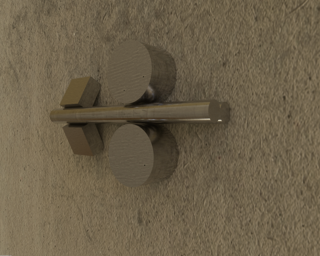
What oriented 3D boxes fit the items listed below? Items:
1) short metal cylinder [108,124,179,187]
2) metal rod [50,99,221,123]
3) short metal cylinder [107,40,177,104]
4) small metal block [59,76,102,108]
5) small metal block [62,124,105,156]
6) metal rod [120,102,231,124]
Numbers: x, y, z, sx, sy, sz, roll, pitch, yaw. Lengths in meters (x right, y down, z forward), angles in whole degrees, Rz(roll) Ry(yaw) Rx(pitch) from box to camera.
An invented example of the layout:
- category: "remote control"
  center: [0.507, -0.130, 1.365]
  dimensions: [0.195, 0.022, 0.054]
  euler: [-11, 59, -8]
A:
- category: "short metal cylinder"
  center: [-0.022, 0.034, 0.408]
  dimensions: [0.080, 0.050, 0.079]
  euler: [0, 90, 40]
- category: "metal rod"
  center: [-0.058, -0.019, 0.422]
  dimensions: [0.300, 0.025, 0.025]
  euler: [1, 90, 40]
- category: "short metal cylinder"
  center: [-0.024, -0.071, 0.410]
  dimensions: [0.080, 0.050, 0.079]
  euler: [0, 90, 40]
- category: "small metal block"
  center: [-0.128, -0.054, 0.500]
  dimensions: [0.050, 0.025, 0.050]
  euler: [0, 63, 40]
- category: "small metal block"
  center: [-0.122, 0.016, 0.494]
  dimensions: [0.050, 0.025, 0.050]
  euler: [1, 117, 39]
- category: "metal rod"
  center: [-0.042, -0.018, 0.441]
  dimensions: [0.300, 0.025, 0.025]
  euler: [1, 91, 40]
